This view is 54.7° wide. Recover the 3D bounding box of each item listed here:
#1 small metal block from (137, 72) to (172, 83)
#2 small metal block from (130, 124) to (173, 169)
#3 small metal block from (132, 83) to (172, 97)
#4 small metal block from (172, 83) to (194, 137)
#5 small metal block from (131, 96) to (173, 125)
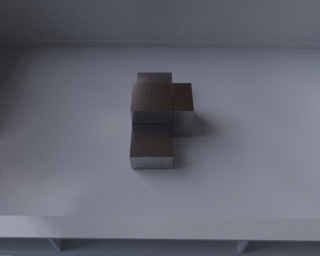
[{"bbox_3d":[-0.008,-0.055,0.448,0.050,0.025,0.050,0,50,0],"label":"small metal block"},{"bbox_3d":[-0.010,0.023,0.384,0.050,0.025,0.050,0,50,0],"label":"small metal block"},{"bbox_3d":[-0.010,-0.033,0.414,0.050,0.050,0.025,0,50,0],"label":"small metal block"},{"bbox_3d":[0.028,-0.024,0.406,0.025,0.050,0.050,0,50,0],"label":"small metal block"},{"bbox_3d":[-0.010,-0.014,0.398,0.050,0.050,0.025,0,50,0],"label":"small metal block"}]
